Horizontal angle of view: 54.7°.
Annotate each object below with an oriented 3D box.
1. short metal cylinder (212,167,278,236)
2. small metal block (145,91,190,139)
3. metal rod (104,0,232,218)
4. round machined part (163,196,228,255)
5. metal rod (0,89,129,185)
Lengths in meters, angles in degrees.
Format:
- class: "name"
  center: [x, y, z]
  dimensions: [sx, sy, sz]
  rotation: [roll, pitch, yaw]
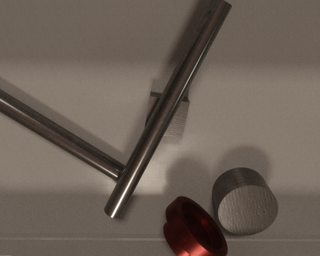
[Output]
- class: "short metal cylinder"
  center: [0.118, 0.103, 0.438]
  dimensions: [0.081, 0.050, 0.079]
  rotation: [0, 110, -1]
- class: "small metal block"
  center: [0.008, -0.017, 0.405]
  dimensions: [0.050, 0.025, 0.050]
  rotation: [9, 110, -4]
- class: "metal rod"
  center: [0.001, -0.012, 0.380]
  dimensions: [0.025, 0.025, 0.298]
  rotation: [25, 107, -9]
- class: "round machined part"
  center: [0.043, 0.146, 0.427]
  dimensions: [0.098, 0.098, 0.042]
  rotation: [40, 105, -14]
- class: "metal rod"
  center: [-0.159, -0.005, 0.407]
  dimensions: [0.301, 0.025, 0.025]
  rotation: [33, 106, -12]
